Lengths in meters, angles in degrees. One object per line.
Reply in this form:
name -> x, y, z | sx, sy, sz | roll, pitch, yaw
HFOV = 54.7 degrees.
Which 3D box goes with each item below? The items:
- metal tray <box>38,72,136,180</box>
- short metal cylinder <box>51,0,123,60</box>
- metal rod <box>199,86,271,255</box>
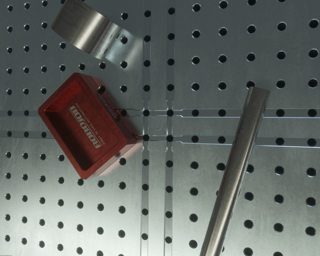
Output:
metal tray -> -0.107, -0.003, 0.447 | 0.090, 0.030, 0.130 | -40, 78, 15
short metal cylinder -> -0.097, -0.135, 0.418 | 0.080, 0.080, 0.050 | 38, 102, 16
metal rod -> 0.080, 0.097, 0.384 | 0.025, 0.025, 0.298 | 17, 96, 19
